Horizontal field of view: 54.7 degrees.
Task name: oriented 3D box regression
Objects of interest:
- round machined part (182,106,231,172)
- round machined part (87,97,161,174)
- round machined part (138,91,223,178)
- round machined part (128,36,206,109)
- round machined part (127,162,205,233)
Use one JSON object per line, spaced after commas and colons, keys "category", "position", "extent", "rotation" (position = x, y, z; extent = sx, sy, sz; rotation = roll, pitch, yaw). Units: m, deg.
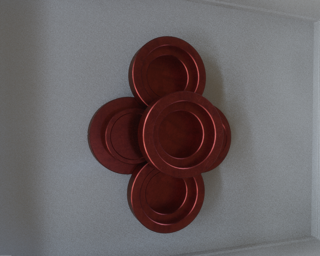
{"category": "round machined part", "position": [0.056, 0.013, 0.421], "extent": [0.099, 0.042, 0.097], "rotation": [0, 90, -21]}
{"category": "round machined part", "position": [-0.038, 0.010, 0.386], "extent": [0.099, 0.042, 0.097], "rotation": [0, 90, -21]}
{"category": "round machined part", "position": [0.021, 0.007, 0.363], "extent": [0.099, 0.042, 0.097], "rotation": [0, 90, -21]}
{"category": "round machined part", "position": [0.006, -0.065, 0.402], "extent": [0.099, 0.042, 0.097], "rotation": [0, 90, -21]}
{"category": "round machined part", "position": [0.005, 0.082, 0.402], "extent": [0.099, 0.042, 0.097], "rotation": [0, 90, -21]}
